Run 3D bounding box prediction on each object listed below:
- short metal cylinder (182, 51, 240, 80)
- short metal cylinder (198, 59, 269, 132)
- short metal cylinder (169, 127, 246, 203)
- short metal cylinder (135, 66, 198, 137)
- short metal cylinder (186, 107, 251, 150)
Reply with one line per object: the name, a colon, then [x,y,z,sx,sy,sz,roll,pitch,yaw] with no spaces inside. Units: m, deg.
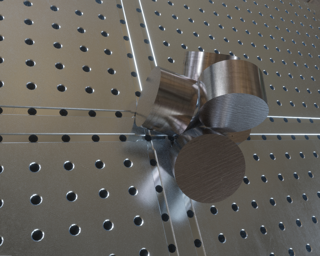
short metal cylinder: [0.072,-0.081,0.452,0.081,0.080,0.050,2,101,-27]
short metal cylinder: [0.087,-0.037,0.376,0.081,0.080,0.050,16,55,-19]
short metal cylinder: [0.054,0.042,0.368,0.081,0.050,0.079,-1,98,-5]
short metal cylinder: [0.007,-0.033,0.396,0.050,0.080,0.080,17,55,-18]
short metal cylinder: [0.079,-0.004,0.435,0.081,0.050,0.080,13,55,-20]
